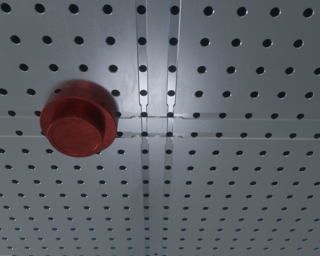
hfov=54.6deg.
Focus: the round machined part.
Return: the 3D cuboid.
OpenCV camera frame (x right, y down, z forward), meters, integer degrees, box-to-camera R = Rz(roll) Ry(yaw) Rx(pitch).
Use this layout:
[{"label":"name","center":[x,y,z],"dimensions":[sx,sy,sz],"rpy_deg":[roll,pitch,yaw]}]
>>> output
[{"label":"round machined part","center":[-0.105,0.000,0.400],"dimensions":[0.099,0.042,0.097],"rpy_deg":[0,130,0]}]
